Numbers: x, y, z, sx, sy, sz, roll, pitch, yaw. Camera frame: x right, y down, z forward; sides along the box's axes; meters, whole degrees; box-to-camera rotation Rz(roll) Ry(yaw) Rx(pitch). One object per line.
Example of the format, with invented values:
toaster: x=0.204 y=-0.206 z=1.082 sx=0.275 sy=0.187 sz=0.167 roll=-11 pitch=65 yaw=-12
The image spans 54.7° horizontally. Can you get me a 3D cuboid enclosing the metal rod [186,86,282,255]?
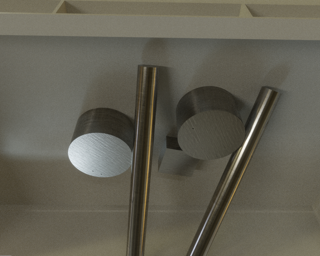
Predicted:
metal rod: x=0.084 y=0.090 z=0.408 sx=0.025 sy=0.025 sz=0.298 roll=17 pitch=103 yaw=-15

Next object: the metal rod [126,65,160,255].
metal rod: x=-0.025 y=0.071 z=0.395 sx=0.025 sy=0.025 sz=0.298 roll=4 pitch=107 yaw=-4

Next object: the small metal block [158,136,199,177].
small metal block: x=0.027 y=0.042 z=0.445 sx=0.050 sy=0.025 sz=0.050 roll=10 pitch=130 yaw=-9

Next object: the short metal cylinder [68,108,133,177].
short metal cylinder: x=-0.075 y=0.020 z=0.409 sx=0.081 sy=0.050 sz=0.079 roll=0 pitch=130 yaw=0

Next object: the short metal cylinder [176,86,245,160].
short metal cylinder: x=0.061 y=-0.006 z=0.389 sx=0.081 sy=0.050 sz=0.079 roll=0 pitch=130 yaw=0
